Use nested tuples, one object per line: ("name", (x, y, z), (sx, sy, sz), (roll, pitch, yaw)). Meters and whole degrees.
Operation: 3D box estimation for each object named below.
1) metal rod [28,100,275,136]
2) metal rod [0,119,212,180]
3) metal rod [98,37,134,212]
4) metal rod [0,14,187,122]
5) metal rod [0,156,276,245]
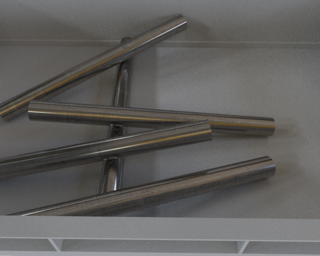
("metal rod", (-0.004, -0.011, 0.388), (0.302, 0.025, 0.025), (4, 50, -7))
("metal rod", (-0.092, 0.030, 0.351), (0.302, 0.025, 0.025), (-11, 51, 1))
("metal rod", (-0.055, -0.029, 0.429), (0.025, 0.025, 0.300), (0, 50, 0))
("metal rod", (-0.090, -0.094, 0.456), (0.302, 0.025, 0.025), (-31, 56, -14))
("metal rod", (-0.013, 0.070, 0.323), (0.302, 0.025, 0.025), (-10, 51, -17))
